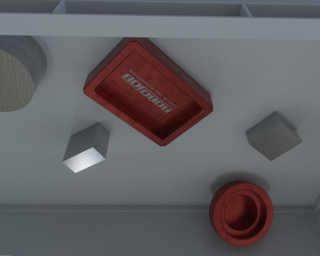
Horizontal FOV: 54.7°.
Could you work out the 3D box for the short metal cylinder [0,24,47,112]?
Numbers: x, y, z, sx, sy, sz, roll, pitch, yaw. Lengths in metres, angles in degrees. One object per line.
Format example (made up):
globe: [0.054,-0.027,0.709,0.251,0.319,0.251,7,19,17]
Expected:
short metal cylinder: [-0.171,-0.064,0.335,0.081,0.050,0.079,0,130,0]

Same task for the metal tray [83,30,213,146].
metal tray: [-0.012,-0.041,0.370,0.130,0.030,0.090,36,121,-27]

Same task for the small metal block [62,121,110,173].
small metal block: [-0.097,0.025,0.413,0.050,0.050,0.025,-25,126,19]

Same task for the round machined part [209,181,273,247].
round machined part: [0.124,0.131,0.490,0.099,0.042,0.097,0,90,-12]

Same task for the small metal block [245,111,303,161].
small metal block: [0.154,0.012,0.422,0.050,0.025,0.050,35,122,-26]
